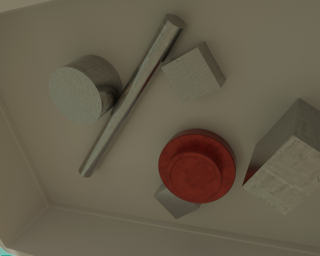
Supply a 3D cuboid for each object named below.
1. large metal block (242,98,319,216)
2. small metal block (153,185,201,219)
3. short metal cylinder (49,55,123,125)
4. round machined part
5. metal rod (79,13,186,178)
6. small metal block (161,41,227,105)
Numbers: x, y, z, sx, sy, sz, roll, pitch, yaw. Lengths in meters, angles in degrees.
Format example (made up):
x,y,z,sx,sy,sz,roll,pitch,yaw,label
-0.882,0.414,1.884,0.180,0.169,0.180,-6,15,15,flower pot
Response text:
x,y,z,sx,sy,sz,roll,pitch,yaw,label
0.136,0.028,0.319,0.050,0.080,0.079,34,129,5,large metal block
0.028,0.101,0.455,0.050,0.025,0.050,47,129,-5,small metal block
-0.098,-0.051,0.411,0.080,0.050,0.079,13,124,20,short metal cylinder
0.045,0.054,0.391,0.098,0.042,0.097,5,110,13,round machined part
-0.053,-0.021,0.421,0.025,0.025,0.298,38,129,2,metal rod
0.038,-0.061,0.350,0.050,0.025,0.050,-23,107,36,small metal block
